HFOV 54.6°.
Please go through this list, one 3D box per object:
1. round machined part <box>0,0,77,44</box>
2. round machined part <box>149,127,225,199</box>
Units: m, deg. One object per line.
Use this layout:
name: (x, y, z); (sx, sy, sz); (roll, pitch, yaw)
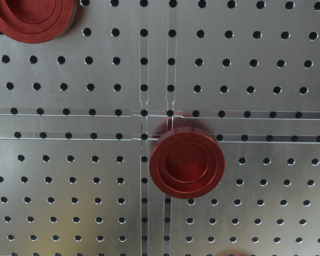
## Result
round machined part: (-0.142, -0.147, 0.349); (0.099, 0.042, 0.097); (0, 110, 0)
round machined part: (0.035, 0.044, 0.421); (0.099, 0.042, 0.097); (0, 110, 0)
